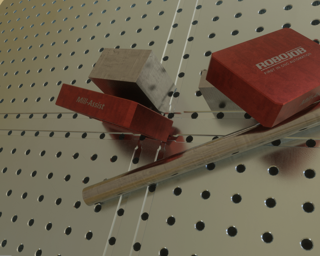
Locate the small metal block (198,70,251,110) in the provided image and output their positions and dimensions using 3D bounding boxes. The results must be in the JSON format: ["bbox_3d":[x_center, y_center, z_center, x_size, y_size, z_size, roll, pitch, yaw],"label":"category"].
[{"bbox_3d":[0.081,-0.046,0.377,0.050,0.050,0.025,2,63,29],"label":"small metal block"}]

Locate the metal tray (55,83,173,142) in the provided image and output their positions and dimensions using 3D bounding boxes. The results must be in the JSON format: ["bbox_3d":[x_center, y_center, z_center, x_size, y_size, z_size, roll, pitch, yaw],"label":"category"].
[{"bbox_3d":[-0.060,-0.020,0.405,0.130,0.090,0.030,17,86,34],"label":"metal tray"}]

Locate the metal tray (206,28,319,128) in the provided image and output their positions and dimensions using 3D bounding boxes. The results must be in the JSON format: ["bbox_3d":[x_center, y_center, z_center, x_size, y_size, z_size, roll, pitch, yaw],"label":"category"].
[{"bbox_3d":[0.126,-0.060,0.327,0.131,0.030,0.090,-25,54,-28],"label":"metal tray"}]

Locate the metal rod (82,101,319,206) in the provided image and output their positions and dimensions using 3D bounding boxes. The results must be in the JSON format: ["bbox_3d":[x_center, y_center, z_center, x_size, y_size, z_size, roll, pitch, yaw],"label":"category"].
[{"bbox_3d":[0.042,0.035,0.363,0.301,0.025,0.025,-22,54,14],"label":"metal rod"}]

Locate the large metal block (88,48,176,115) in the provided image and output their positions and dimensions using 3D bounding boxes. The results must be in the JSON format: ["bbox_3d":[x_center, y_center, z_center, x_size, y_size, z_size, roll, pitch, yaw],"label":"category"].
[{"bbox_3d":[-0.036,-0.064,0.429,0.080,0.080,0.050,11,67,32],"label":"large metal block"}]
